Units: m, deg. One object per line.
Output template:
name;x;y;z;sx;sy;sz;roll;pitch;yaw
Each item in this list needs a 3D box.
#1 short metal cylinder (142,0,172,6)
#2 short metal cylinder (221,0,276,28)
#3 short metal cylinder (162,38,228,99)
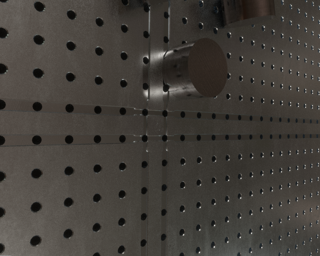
short metal cylinder;0.010;-0.190;0.383;0.081;0.080;0.050;-28;108;-37
short metal cylinder;0.139;-0.194;0.493;0.081;0.080;0.050;-16;101;-39
short metal cylinder;0.050;-0.081;0.437;0.081;0.050;0.079;0;90;-40
